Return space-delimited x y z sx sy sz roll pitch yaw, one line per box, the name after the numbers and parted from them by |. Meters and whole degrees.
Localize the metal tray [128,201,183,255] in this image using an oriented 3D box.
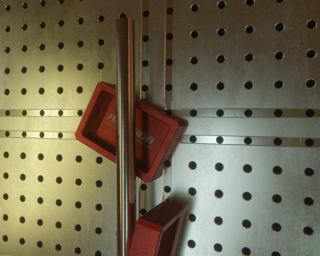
-0.011 0.165 0.381 0.030 0.090 0.129 15 95 19 | metal tray

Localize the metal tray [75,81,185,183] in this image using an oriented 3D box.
-0.043 0.003 0.424 0.130 0.030 0.090 29 99 17 | metal tray

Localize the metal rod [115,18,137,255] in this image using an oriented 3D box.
-0.043 0.013 0.394 0.025 0.025 0.298 -1 90 19 | metal rod
